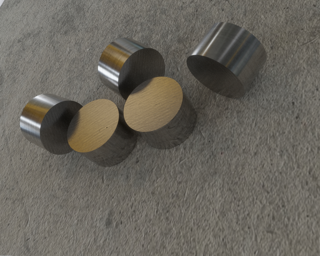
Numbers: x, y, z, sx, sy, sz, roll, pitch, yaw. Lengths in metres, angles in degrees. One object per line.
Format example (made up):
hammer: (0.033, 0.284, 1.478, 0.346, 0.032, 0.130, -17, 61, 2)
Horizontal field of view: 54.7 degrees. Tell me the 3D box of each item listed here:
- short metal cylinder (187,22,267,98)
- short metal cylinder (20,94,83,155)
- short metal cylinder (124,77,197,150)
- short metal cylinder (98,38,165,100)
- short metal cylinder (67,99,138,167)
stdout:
short metal cylinder: (0.080, -0.080, 0.376, 0.080, 0.080, 0.050, 27, 77, 37)
short metal cylinder: (-0.153, -0.006, 0.453, 0.050, 0.080, 0.080, 18, 72, 35)
short metal cylinder: (0.001, -0.019, 0.399, 0.080, 0.050, 0.080, -13, 56, 21)
short metal cylinder: (-0.040, -0.082, 0.440, 0.080, 0.080, 0.050, -49, 51, -6)
short metal cylinder: (-0.078, 0.007, 0.425, 0.080, 0.050, 0.080, -13, 56, 21)
